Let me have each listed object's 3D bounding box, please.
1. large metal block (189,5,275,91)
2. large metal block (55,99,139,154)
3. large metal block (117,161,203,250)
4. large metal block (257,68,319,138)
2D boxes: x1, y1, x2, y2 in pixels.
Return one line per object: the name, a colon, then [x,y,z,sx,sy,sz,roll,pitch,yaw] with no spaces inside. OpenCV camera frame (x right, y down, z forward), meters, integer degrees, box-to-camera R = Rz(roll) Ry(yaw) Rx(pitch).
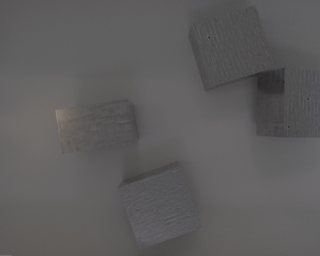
large metal block: [0.089,-0.100,0.399,0.080,0.050,0.080,-17,90,0]
large metal block: [-0.072,-0.002,0.383,0.080,0.080,0.050,-9,90,0]
large metal block: [0.000,0.096,0.399,0.080,0.050,0.080,-20,90,0]
large metal block: [0.171,-0.029,0.389,0.081,0.050,0.080,1,90,-19]
